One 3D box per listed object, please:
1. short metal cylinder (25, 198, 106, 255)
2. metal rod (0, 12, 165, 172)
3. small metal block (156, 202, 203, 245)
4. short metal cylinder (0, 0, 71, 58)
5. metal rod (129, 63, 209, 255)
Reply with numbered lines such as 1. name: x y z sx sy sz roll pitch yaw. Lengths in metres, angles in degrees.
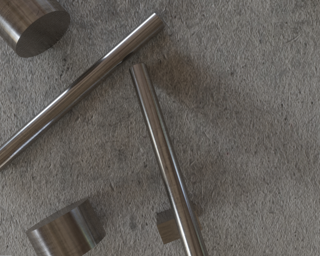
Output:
1. short metal cylinder: -0.115 0.129 0.382 0.080 0.080 0.050 -27 90 0
2. metal rod: -0.114 -0.043 0.408 0.300 0.025 0.025 -41 90 0
3. small metal block: 0.024 0.120 0.398 0.050 0.050 0.025 -21 90 0
4. short metal cylinder: -0.159 -0.133 0.381 0.080 0.080 0.050 -42 90 0
5. metal rod: 0.015 0.058 0.372 0.025 0.025 0.299 -18 75 0
